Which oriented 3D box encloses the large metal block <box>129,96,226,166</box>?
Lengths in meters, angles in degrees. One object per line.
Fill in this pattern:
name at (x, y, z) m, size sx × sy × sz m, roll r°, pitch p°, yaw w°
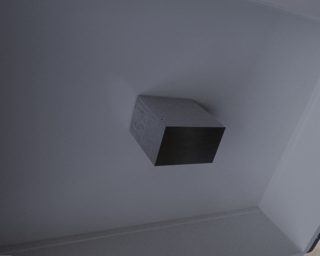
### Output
large metal block at (0.018, 0.001, 0.380) m, size 0.081 × 0.080 × 0.050 m, roll 1°, pitch 118°, yaw -29°
